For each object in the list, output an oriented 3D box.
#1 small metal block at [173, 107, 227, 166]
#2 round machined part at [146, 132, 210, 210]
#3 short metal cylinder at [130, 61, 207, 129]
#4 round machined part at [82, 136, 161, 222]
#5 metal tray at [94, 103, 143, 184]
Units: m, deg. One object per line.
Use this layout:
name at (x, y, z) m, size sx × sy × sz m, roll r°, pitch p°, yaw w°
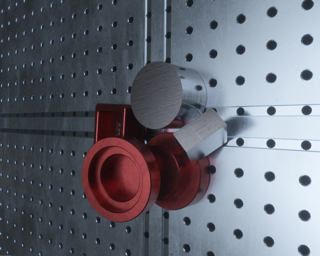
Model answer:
small metal block at (0.046, 0.011, 0.341) m, size 0.050 × 0.050 × 0.025 m, roll -34°, pitch 64°, yaw -4°
round machined part at (0.009, 0.054, 0.388) m, size 0.098 × 0.042 × 0.097 m, roll 0°, pitch 90°, yaw 39°
short metal cylinder at (0.010, -0.039, 0.383) m, size 0.080 × 0.050 × 0.079 m, roll 0°, pitch 90°, yaw 39°
round machined part at (-0.042, 0.058, 0.368) m, size 0.098 × 0.042 × 0.097 m, roll 1°, pitch 92°, yaw 29°
metal tray at (-0.063, 0.031, 0.441) m, size 0.090 × 0.030 × 0.129 m, roll 8°, pitch 95°, yaw 54°
